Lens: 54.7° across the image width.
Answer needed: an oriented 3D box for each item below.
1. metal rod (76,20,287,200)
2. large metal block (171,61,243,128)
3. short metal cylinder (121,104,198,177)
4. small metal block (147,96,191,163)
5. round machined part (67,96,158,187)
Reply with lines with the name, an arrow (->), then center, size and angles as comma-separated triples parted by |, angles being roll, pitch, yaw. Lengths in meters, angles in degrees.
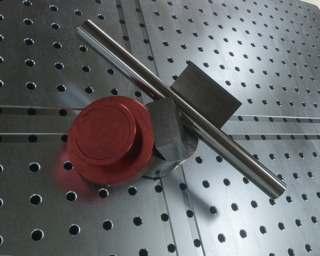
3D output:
metal rod -> 0.026, -0.021, 0.366 | 0.300, 0.025, 0.025 | 40, 51, -1
large metal block -> 0.055, -0.041, 0.415 | 0.080, 0.050, 0.080 | 39, 8, -2
short metal cylinder -> -0.001, 0.014, 0.378 | 0.081, 0.050, 0.080 | 14, 56, -21
small metal block -> 0.010, 0.003, 0.324 | 0.025, 0.050, 0.050 | -16, 64, 9
round machined part -> -0.053, 0.010, 0.325 | 0.098, 0.042, 0.098 | -4, 71, 11
